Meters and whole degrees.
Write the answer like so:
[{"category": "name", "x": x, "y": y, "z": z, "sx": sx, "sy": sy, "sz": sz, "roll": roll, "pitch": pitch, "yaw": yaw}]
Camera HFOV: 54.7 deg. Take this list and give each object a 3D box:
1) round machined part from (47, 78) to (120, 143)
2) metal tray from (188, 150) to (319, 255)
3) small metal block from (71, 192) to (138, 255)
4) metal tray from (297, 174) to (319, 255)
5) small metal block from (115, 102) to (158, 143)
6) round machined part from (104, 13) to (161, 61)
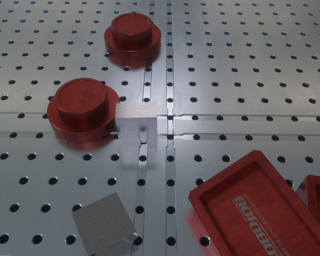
[{"category": "round machined part", "x": -0.104, "y": -0.031, "z": 0.422, "sx": 0.099, "sy": 0.042, "sz": 0.098, "roll": 0, "pitch": 50, "yaw": 0}, {"category": "metal tray", "x": 0.098, "y": 0.097, "z": 0.300, "sx": 0.090, "sy": 0.030, "sz": 0.130, "roll": -34, "pitch": 54, "yaw": 5}, {"category": "small metal block", "x": -0.057, "y": 0.103, "z": 0.321, "sx": 0.050, "sy": 0.025, "sz": 0.050, "roll": -23, "pitch": 54, "yaw": -18}, {"category": "metal tray", "x": 0.215, "y": 0.104, "z": 0.318, "sx": 0.131, "sy": 0.030, "sz": 0.090, "roll": 9, "pitch": 51, "yaw": 7}, {"category": "small metal block", "x": -0.029, "y": -0.006, "z": 0.396, "sx": 0.050, "sy": 0.050, "sz": 0.025, "roll": -1, "pitch": 50, "yaw": -1}, {"category": "round machined part", "x": -0.047, "y": -0.162, "z": 0.532, "sx": 0.099, "sy": 0.042, "sz": 0.098, "roll": 0, "pitch": 50, "yaw": 0}]
